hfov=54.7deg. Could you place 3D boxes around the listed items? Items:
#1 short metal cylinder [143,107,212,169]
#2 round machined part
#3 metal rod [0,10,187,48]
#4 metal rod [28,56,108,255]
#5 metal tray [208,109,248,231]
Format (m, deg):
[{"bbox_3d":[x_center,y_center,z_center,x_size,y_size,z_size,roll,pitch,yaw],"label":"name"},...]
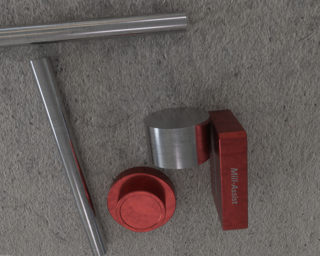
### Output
[{"bbox_3d":[0.023,0.010,0.384,0.080,0.080,0.050,-6,110,2],"label":"short metal cylinder"},{"bbox_3d":[-0.026,0.108,0.440,0.099,0.042,0.097,0,110,0],"label":"round machined part"},{"bbox_3d":[-0.120,-0.113,0.366,0.302,0.025,0.025,-5,110,1],"label":"metal rod"},{"bbox_3d":[-0.120,0.053,0.428,0.025,0.025,0.298,-10,110,3],"label":"metal rod"},{"bbox_3d":[0.085,0.051,0.394,0.030,0.090,0.129,-6,110,2],"label":"metal tray"}]
